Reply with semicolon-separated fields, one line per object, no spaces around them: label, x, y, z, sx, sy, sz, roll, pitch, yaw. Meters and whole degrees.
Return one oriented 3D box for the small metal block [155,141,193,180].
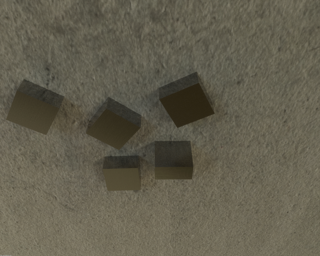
small metal block;0.018;0.044;0.429;0.050;0.050;0.025;0;130;-1

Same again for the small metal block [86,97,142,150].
small metal block;-0.060;-0.005;0.402;0.050;0.025;0.050;30;124;-24

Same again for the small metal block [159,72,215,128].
small metal block;0.033;-0.034;0.379;0.050;0.025;0.050;-22;127;17

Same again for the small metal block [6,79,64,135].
small metal block;-0.154;-0.025;0.384;0.050;0.025;0.050;24;126;-20

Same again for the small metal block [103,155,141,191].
small metal block;-0.056;0.068;0.465;0.050;0.025;0.050;-2;130;1
